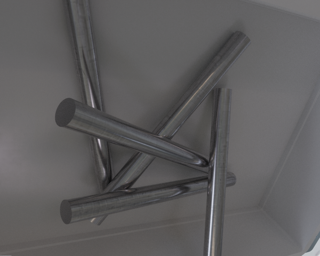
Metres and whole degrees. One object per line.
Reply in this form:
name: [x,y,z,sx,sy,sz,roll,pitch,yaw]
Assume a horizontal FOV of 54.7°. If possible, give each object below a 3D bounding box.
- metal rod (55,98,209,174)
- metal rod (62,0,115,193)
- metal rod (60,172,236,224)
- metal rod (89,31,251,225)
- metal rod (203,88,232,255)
metal rod: [0.008,0.026,0.371,0.025,0.025,0.301,-53,143,10]
metal rod: [-0.075,-0.014,0.359,0.025,0.025,0.298,-15,125,-20]
metal rod: [0.011,0.087,0.423,0.302,0.025,0.025,0,119,-44]
metal rod: [0.010,0.000,0.394,0.300,0.025,0.025,-50,129,0]
metal rod: [0.077,0.096,0.427,0.025,0.025,0.298,3,91,-30]
